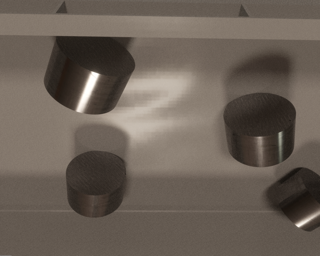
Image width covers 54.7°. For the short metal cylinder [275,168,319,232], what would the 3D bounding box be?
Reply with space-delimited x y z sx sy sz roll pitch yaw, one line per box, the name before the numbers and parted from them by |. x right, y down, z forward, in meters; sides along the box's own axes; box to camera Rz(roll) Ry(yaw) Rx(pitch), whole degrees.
short metal cylinder | 0.223 0.107 0.468 0.080 0.080 0.050 25 125 -21

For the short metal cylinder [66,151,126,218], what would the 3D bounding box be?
short metal cylinder | -0.090 0.078 0.438 0.081 0.080 0.050 6 130 -6

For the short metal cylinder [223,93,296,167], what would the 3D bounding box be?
short metal cylinder | 0.120 0.001 0.376 0.080 0.080 0.050 -10 130 8

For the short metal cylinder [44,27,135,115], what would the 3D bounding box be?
short metal cylinder | -0.073 -0.060 0.321 0.080 0.080 0.050 20 127 -17
